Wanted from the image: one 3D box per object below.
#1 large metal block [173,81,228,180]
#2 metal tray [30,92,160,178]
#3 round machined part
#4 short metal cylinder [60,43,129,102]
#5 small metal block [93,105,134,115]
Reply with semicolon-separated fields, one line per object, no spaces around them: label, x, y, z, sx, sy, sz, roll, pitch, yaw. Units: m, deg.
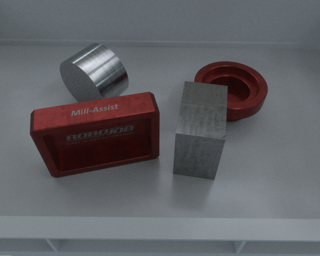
large metal block;0.047;0.003;0.367;0.050;0.080;0.080;7;51;6
metal tray;-0.067;0.010;0.353;0.131;0.089;0.030;-10;51;-9
round machined part;0.096;-0.047;0.434;0.099;0.042;0.098;1;49;-1
short metal cylinder;-0.090;-0.069;0.426;0.080;0.080;0.050;31;57;23
small metal block;-0.057;-0.008;0.395;0.050;0.050;0.025;-1;50;-1
